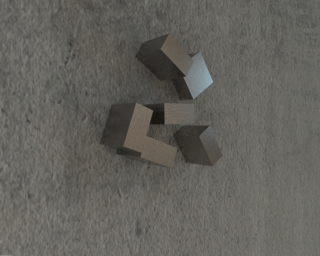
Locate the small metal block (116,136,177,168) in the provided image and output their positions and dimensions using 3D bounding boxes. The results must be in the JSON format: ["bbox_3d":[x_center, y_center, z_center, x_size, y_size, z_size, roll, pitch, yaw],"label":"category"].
[{"bbox_3d":[-0.016,0.028,0.377,0.050,0.050,0.025,24,75,-38],"label":"small metal block"}]

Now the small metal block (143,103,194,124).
[{"bbox_3d":[0.008,-0.018,0.397,0.050,0.050,0.025,-2,92,-40],"label":"small metal block"}]

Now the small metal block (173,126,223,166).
[{"bbox_3d":[0.053,0.024,0.435,0.025,0.050,0.050,-41,115,-33],"label":"small metal block"}]

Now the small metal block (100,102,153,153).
[{"bbox_3d":[-0.039,0.000,0.357,0.025,0.050,0.050,25,74,-38],"label":"small metal block"}]

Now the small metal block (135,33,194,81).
[{"bbox_3d":[0.006,-0.088,0.395,0.050,0.050,0.025,41,65,-33],"label":"small metal block"}]

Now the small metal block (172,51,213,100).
[{"bbox_3d":[0.044,-0.074,0.444,0.050,0.025,0.050,-41,115,-32],"label":"small metal block"}]
